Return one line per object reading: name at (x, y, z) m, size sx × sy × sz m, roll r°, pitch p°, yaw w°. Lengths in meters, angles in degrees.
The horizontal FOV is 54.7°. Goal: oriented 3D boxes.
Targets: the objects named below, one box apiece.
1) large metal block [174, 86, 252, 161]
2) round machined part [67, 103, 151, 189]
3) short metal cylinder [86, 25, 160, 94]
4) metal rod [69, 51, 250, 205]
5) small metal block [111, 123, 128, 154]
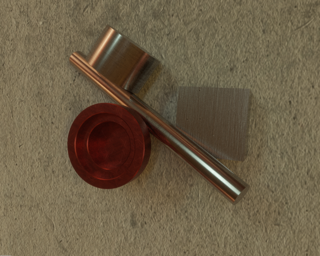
large metal block at (0.065, -0.006, 0.374) m, size 0.080 × 0.050 × 0.079 m, roll 5°, pitch 92°, yaw 19°
round machined part at (-0.056, 0.020, 0.367) m, size 0.098 × 0.042 × 0.097 m, roll 1°, pitch 92°, yaw 19°
short metal cylinder at (-0.047, -0.088, 0.396) m, size 0.080 × 0.080 × 0.050 m, roll 39°, pitch 102°, yaw 15°
metal rod at (-0.021, -0.017, 0.377) m, size 0.300 × 0.025 × 0.025 m, roll 40°, pitch 103°, yaw 30°
small metal block at (-0.044, 0.007, 0.412) m, size 0.025 × 0.050 × 0.050 m, roll -2°, pitch 89°, yaw 20°
